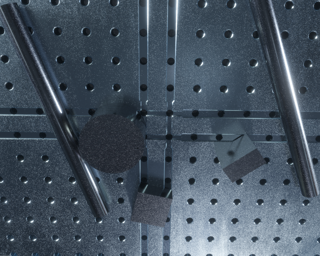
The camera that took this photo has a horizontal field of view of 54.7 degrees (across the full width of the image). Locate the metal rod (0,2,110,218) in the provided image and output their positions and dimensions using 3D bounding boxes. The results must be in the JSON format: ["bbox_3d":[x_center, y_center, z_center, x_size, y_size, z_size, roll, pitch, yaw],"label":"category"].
[{"bbox_3d":[-0.132,-0.009,0.408,0.025,0.025,0.298,-17,109,6],"label":"metal rod"}]

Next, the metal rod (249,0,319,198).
[{"bbox_3d":[0.163,-0.037,0.400,0.025,0.025,0.299,-20,109,7],"label":"metal rod"}]

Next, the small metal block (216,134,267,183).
[{"bbox_3d":[0.107,0.039,0.415,0.050,0.050,0.025,-34,107,11],"label":"small metal block"}]

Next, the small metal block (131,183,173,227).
[{"bbox_3d":[-0.012,0.113,0.455,0.050,0.025,0.050,13,110,-5],"label":"small metal block"}]

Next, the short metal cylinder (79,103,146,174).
[{"bbox_3d":[-0.059,0.012,0.404,0.081,0.050,0.079,0,110,0],"label":"short metal cylinder"}]
